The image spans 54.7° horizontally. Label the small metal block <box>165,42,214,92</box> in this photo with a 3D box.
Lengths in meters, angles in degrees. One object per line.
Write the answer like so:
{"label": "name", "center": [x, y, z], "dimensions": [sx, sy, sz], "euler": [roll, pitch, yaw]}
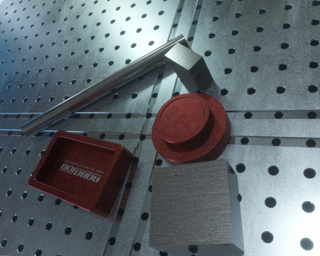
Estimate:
{"label": "small metal block", "center": [0.040, -0.082, 0.420], "dimensions": [0.025, 0.050, 0.050], "euler": [-46, 51, -3]}

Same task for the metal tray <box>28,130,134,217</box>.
{"label": "metal tray", "center": [-0.110, 0.057, 0.425], "dimensions": [0.130, 0.030, 0.090], "euler": [11, 67, 32]}

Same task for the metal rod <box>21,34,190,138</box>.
{"label": "metal rod", "center": [-0.092, -0.063, 0.492], "dimensions": [0.301, 0.025, 0.025], "euler": [-27, 53, 10]}

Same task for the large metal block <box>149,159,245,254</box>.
{"label": "large metal block", "center": [0.038, 0.083, 0.320], "dimensions": [0.080, 0.050, 0.080], "euler": [-11, 57, 22]}

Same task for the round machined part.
{"label": "round machined part", "center": [0.033, -0.003, 0.381], "dimensions": [0.098, 0.042, 0.098], "euler": [-13, 56, 20]}
